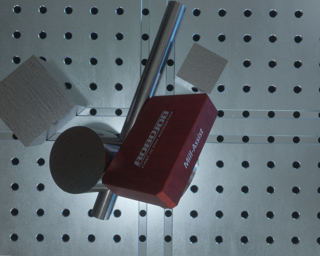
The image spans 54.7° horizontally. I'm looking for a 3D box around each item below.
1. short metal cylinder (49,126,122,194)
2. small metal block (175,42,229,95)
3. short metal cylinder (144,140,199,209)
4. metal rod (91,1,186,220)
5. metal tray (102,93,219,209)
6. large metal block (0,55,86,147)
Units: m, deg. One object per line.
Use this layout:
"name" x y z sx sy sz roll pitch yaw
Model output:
"short metal cylinder" -0.088 0.040 0.386 0.080 0.050 0.080 -3 81 22
"small metal block" 0.055 -0.078 0.414 0.050 0.025 0.050 29 90 0
"short metal cylinder" 0.003 0.052 0.382 0.050 0.080 0.080 33 90 -12
"metal rod" -0.028 -0.023 0.412 0.025 0.025 0.299 20 90 0
"metal tray" 0.001 0.019 0.352 0.030 0.090 0.130 51 55 -37
"large metal block" -0.158 -0.033 0.399 0.080 0.050 0.080 -40 90 0
